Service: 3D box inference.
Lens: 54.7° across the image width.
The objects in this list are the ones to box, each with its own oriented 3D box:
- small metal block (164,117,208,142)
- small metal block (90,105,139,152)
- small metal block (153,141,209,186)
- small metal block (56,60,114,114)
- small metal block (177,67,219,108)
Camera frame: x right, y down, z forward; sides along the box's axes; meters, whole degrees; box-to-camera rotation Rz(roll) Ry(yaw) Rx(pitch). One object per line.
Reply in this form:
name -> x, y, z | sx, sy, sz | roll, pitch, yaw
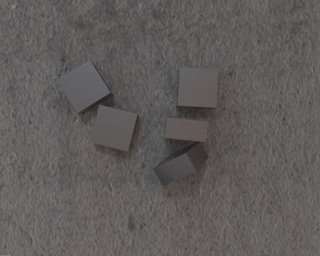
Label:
small metal block -> 0.032, 0.002, 0.398 | 0.050, 0.050, 0.025 | 6, 90, -1
small metal block -> -0.059, 0.000, 0.409 | 0.050, 0.025, 0.050 | 14, 90, -1
small metal block -> 0.027, 0.044, 0.389 | 0.050, 0.050, 0.025 | -29, 91, 28
small metal block -> -0.098, -0.053, 0.409 | 0.050, 0.025, 0.050 | -32, 90, -1
small metal block -> 0.049, -0.052, 0.411 | 0.050, 0.025, 0.050 | 3, 90, -1
